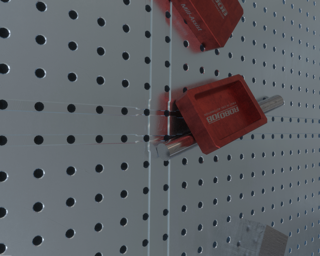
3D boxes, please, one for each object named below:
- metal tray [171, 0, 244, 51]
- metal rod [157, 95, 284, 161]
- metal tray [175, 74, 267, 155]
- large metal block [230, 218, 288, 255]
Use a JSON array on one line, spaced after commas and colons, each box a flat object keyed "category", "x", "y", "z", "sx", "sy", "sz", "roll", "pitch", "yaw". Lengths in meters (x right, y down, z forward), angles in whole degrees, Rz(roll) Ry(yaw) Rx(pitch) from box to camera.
[{"category": "metal tray", "x": 0.067, "y": -0.193, "z": 0.462, "sx": 0.130, "sy": 0.030, "sz": 0.090, "roll": 46, "pitch": 63, "yaw": -30}, {"category": "metal rod", "x": 0.116, "y": -0.010, "z": 0.506, "sx": 0.302, "sy": 0.025, "sz": 0.025, "roll": -21, "pitch": 103, "yaw": -38}, {"category": "metal tray", "x": 0.095, "y": -0.025, "z": 0.463, "sx": 0.131, "sy": 0.030, "sz": 0.090, "roll": -22, "pitch": 80, "yaw": -38}, {"category": "large metal block", "x": 0.172, "y": 0.211, "z": 0.538, "sx": 0.080, "sy": 0.050, "sz": 0.080, "roll": 34, "pitch": 69, "yaw": -35}]
